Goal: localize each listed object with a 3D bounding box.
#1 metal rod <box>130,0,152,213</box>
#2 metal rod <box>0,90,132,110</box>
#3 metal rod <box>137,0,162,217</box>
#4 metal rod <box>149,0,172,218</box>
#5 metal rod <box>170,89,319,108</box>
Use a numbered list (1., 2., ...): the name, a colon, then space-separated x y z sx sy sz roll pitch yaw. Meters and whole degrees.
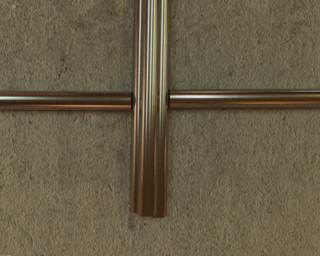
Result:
1. metal rod: -0.025 -0.039 0.411 0.025 0.025 0.298 1 90 -1
2. metal rod: -0.188 -0.037 0.408 0.302 0.025 0.025 0 90 -1
3. metal rod: -0.013 -0.040 0.391 0.025 0.025 0.298 1 90 -1
4. metal rod: 0.000 -0.033 0.412 0.025 0.025 0.298 1 90 -1
5. metal rod: 0.164 -0.040 0.413 0.302 0.025 0.025 0 90 -1
